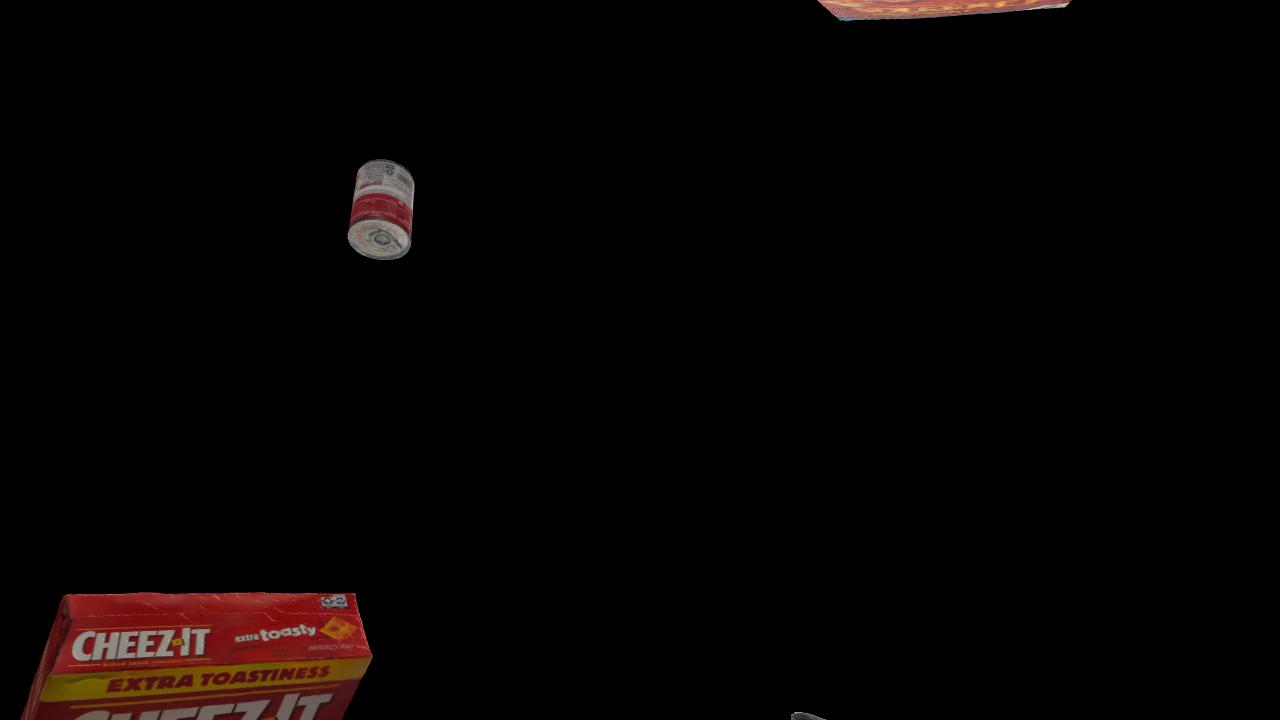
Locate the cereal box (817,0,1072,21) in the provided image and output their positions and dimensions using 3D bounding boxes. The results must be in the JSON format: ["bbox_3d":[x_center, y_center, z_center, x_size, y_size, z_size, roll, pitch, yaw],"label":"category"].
[{"bbox_3d":[0.230,-0.313,0.454,0.203,0.081,0.306,10,23,23],"label":"cereal box"}]

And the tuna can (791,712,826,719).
[{"bbox_3d":[0.146,0.296,0.450,0.084,0.034,0.084,23,-33,16],"label":"tuna can"}]

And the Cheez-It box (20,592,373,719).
[{"bbox_3d":[-0.298,0.258,0.397,0.166,0.223,0.071,19,12,-41],"label":"Cheez-It box"}]

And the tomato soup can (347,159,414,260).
[{"bbox_3d":[-0.303,-0.178,0.725,0.068,0.101,0.068,-7,-31,-4],"label":"tomato soup can"}]
